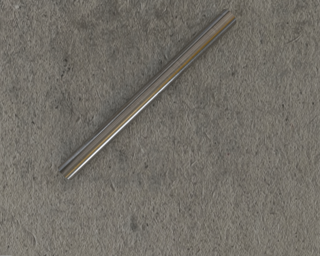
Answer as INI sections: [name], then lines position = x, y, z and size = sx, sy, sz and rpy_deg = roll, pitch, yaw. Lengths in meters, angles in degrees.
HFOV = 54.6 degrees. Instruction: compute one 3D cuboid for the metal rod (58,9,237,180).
[metal rod]
position = -0.017, -0.044, 0.409
size = 0.300, 0.025, 0.025
rpy_deg = -44, 90, 0
